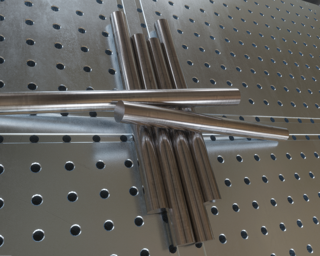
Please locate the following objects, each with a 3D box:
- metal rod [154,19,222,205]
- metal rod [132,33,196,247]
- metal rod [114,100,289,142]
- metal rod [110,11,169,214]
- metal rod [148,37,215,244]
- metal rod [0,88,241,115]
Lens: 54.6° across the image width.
[{"bbox_3d":[0.033,-0.040,0.449,0.025,0.025,0.299,1,61,-28],"label":"metal rod"},{"bbox_3d":[-0.003,-0.003,0.406,0.025,0.025,0.299,1,61,-28],"label":"metal rod"},{"bbox_3d":[0.079,-0.004,0.426,0.302,0.025,0.025,7,59,-35],"label":"metal rod"},{"bbox_3d":[-0.033,-0.038,0.412,0.025,0.025,0.299,1,61,-28],"label":"metal rod"},{"bbox_3d":[0.020,-0.001,0.420,0.025,0.025,0.299,1,61,-28],"label":"metal rod"},{"bbox_3d":[-0.037,-0.034,0.379,0.302,0.025,0.025,-4,63,-20],"label":"metal rod"}]
